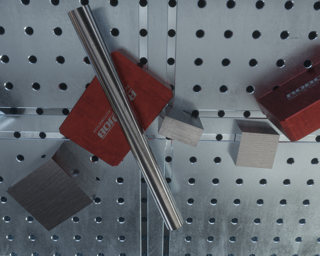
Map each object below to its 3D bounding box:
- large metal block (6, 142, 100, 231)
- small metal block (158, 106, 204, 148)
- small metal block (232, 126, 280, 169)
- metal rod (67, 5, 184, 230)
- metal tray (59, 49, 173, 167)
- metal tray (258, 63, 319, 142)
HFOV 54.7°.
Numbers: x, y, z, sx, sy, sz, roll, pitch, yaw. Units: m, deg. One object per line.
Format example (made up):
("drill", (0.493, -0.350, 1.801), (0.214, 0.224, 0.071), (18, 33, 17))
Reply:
("large metal block", (-0.144, 0.081, 0.428), (0.080, 0.050, 0.080), (-35, 107, 12))
("small metal block", (0.025, -0.004, 0.399), (0.050, 0.050, 0.025), (20, 109, -7))
("small metal block", (0.130, 0.026, 0.424), (0.050, 0.025, 0.050), (5, 110, -2))
("metal rod", (-0.033, 0.003, 0.381), (0.025, 0.025, 0.299), (-20, 109, 7))
("metal tray", (-0.057, -0.024, 0.401), (0.090, 0.030, 0.129), (35, 106, -12))
("metal tray", (0.191, -0.044, 0.364), (0.130, 0.090, 0.030), (-32, 107, 11))
